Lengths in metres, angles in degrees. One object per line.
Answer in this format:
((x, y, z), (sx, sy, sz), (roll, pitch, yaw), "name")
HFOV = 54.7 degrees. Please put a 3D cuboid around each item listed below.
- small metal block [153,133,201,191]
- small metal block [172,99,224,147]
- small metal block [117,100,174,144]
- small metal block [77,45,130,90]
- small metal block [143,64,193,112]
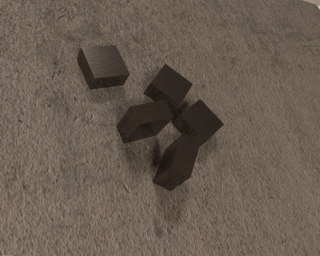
((0.020, 0.042, 0.375), (0.025, 0.050, 0.050), (30, 52, -10), "small metal block")
((0.054, -0.006, 0.438), (0.050, 0.025, 0.050), (48, 51, 5), "small metal block")
((-0.019, -0.008, 0.384), (0.050, 0.050, 0.025), (-14, 69, -34), "small metal block")
((-0.076, -0.082, 0.414), (0.050, 0.025, 0.050), (-14, 69, -34), "small metal block")
((0.012, -0.057, 0.447), (0.050, 0.025, 0.050), (36, 51, -5), "small metal block")
